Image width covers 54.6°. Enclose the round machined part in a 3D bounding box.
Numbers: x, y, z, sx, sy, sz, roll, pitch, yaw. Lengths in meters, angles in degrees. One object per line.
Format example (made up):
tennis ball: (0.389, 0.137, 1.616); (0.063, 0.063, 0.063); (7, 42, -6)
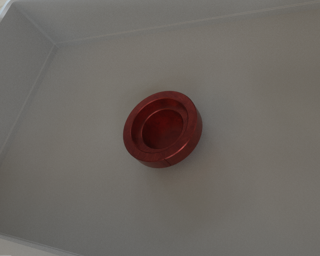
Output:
round machined part: (0.007, 0.005, 0.389); (0.098, 0.042, 0.098); (-13, 56, 21)
